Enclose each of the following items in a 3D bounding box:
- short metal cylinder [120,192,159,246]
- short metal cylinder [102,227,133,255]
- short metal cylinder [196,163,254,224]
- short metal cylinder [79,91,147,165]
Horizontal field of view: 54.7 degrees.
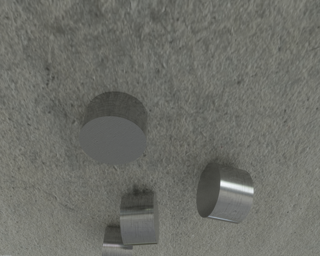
[{"bbox_3d":[-0.031,0.145,0.494,0.050,0.080,0.080,-5,130,4],"label":"short metal cylinder"},{"bbox_3d":[-0.076,0.221,0.559,0.050,0.080,0.079,5,130,-5],"label":"short metal cylinder"},{"bbox_3d":[0.093,0.095,0.454,0.050,0.080,0.079,15,129,-12],"label":"short metal cylinder"},{"bbox_3d":[-0.057,0.001,0.391,0.081,0.050,0.079,0,130,0],"label":"short metal cylinder"}]
